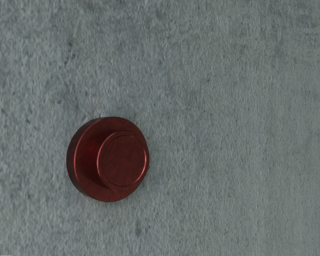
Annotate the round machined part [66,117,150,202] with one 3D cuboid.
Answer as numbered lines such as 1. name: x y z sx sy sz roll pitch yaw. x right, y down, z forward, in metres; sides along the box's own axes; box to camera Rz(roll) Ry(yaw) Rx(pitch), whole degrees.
1. round machined part: -0.051 0.036 0.353 0.099 0.042 0.097 0 90 -40
